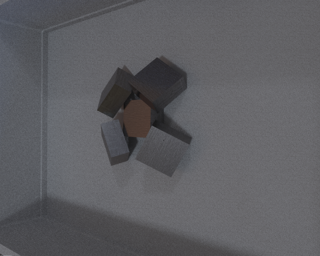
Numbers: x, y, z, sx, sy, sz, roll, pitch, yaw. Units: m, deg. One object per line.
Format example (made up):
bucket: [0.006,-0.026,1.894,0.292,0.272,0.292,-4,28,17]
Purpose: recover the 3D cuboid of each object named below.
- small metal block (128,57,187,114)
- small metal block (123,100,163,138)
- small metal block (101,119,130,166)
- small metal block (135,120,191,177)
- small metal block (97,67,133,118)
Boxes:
small metal block: [-0.003,-0.054,0.391,0.050,0.025,0.050,-41,58,-10]
small metal block: [-0.023,-0.013,0.423,0.050,0.025,0.050,2,92,40]
small metal block: [-0.065,0.022,0.443,0.050,0.025,0.050,114,137,-68]
small metal block: [0.004,0.025,0.386,0.050,0.025,0.050,27,110,0]
small metal block: [-0.063,-0.050,0.440,0.050,0.025,0.050,-50,23,29]
